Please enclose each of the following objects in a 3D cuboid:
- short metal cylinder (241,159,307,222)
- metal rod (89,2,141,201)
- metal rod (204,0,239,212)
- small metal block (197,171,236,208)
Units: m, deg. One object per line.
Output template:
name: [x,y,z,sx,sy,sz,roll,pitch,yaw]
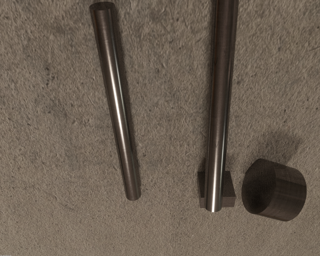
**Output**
short metal cylinder: [0.163,0.090,0.451,0.050,0.080,0.079,17,128,-15]
metal rod: [-0.050,-0.007,0.400,0.025,0.025,0.298,-2,130,1]
metal rod: [0.068,-0.019,0.359,0.025,0.025,0.298,-2,121,1]
small metal block: [0.084,0.093,0.471,0.050,0.050,0.025,-2,130,1]
